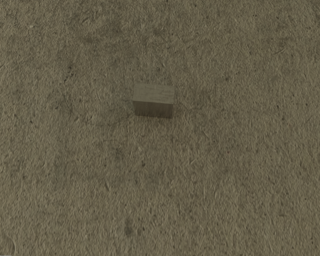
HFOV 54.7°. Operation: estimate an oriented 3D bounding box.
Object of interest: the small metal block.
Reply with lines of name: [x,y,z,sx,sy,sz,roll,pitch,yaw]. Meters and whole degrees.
small metal block: [-0.008,-0.035,0.408,0.050,0.050,0.025,5,70,1]
